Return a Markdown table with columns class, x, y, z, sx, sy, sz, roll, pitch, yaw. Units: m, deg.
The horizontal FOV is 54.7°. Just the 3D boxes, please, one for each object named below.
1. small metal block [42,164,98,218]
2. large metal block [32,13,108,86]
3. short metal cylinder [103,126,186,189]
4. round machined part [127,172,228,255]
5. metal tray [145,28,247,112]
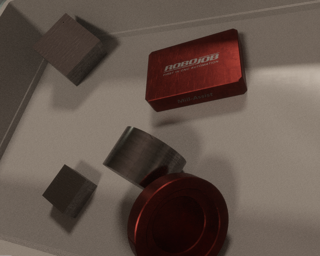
| class | x | y | z | sx | sy | sz | roll | pitch | yaw |
| --- | --- | --- | --- | --- | --- | --- | --- | --- | --- |
| small metal block | -0.121 | 0.084 | 0.416 | 0.050 | 0.025 | 0.050 | 24 | 74 | 36 |
| large metal block | -0.151 | -0.132 | 0.528 | 0.080 | 0.050 | 0.080 | 40 | 83 | 11 |
| short metal cylinder | -0.017 | 0.041 | 0.353 | 0.080 | 0.080 | 0.050 | 22 | 74 | 36 |
| round machined part | 0.014 | 0.091 | 0.303 | 0.098 | 0.098 | 0.042 | -55 | 23 | -11 |
| metal tray | 0.047 | -0.078 | 0.425 | 0.130 | 0.030 | 0.090 | -11 | 57 | 22 |
